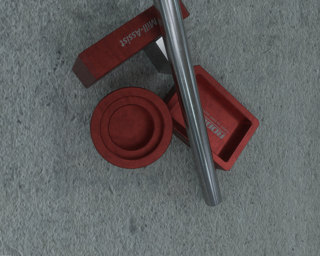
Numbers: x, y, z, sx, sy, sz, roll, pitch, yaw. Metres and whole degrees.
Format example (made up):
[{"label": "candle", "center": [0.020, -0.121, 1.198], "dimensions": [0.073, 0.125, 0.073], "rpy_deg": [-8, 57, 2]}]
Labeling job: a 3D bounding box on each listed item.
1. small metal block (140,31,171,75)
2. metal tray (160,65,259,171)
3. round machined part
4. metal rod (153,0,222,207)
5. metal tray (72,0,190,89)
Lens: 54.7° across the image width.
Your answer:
[{"label": "small metal block", "center": [0.006, -0.096, 0.395], "dimensions": [0.025, 0.050, 0.050], "rpy_deg": [-44, 119, -12]}, {"label": "metal tray", "center": [0.067, -0.013, 0.434], "dimensions": [0.130, 0.030, 0.090], "rpy_deg": [40, 77, -16]}, {"label": "round machined part", "center": [-0.037, -0.001, 0.385], "dimensions": [0.099, 0.042, 0.097], "rpy_deg": [-1, 93, -14]}, {"label": "metal rod", "center": [0.038, -0.021, 0.369], "dimensions": [0.025, 0.025, 0.298], "rpy_deg": [-28, 121, -18]}, {"label": "metal tray", "center": [-0.037, -0.099, 0.362], "dimensions": [0.131, 0.090, 0.030], "rpy_deg": [-39, 103, -16]}]
